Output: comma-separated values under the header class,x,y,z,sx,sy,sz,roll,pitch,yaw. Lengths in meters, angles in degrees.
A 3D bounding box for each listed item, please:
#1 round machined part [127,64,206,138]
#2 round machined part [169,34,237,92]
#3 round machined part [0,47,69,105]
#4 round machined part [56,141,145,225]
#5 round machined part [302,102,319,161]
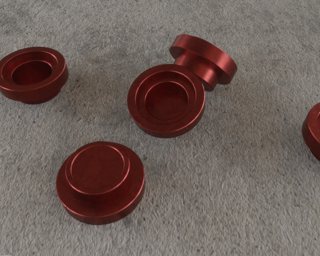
class,x,y,z,sx,sy,sz,roll,pitch,yaw
round machined part,0.010,-0.032,0.406,0.098,0.042,0.098,-3,67,8
round machined part,0.055,-0.086,0.439,0.098,0.098,0.042,29,87,22
round machined part,-0.183,-0.072,0.452,0.099,0.042,0.098,0,50,0
round machined part,-0.067,0.054,0.347,0.099,0.042,0.098,0,50,0
round machined part,0.226,0.013,0.382,0.099,0.042,0.098,0,50,0
